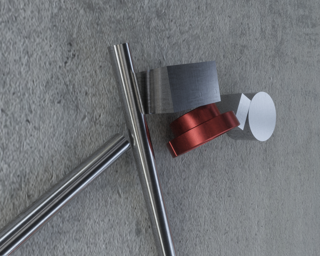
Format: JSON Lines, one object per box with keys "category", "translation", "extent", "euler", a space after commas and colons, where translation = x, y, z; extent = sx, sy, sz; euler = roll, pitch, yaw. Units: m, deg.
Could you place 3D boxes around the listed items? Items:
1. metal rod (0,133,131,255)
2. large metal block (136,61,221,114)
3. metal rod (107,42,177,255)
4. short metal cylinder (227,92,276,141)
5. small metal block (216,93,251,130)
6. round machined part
{"category": "metal rod", "translation": [-0.139, 0.103, 0.289], "extent": [0.302, 0.025, 0.025], "euler": [-42, 116, -32]}
{"category": "large metal block", "translation": [0.015, -0.049, 0.383], "extent": [0.081, 0.080, 0.050], "euler": [-16, 100, -39]}
{"category": "metal rod", "translation": [-0.016, 0.049, 0.380], "extent": [0.025, 0.025, 0.298], "euler": [-24, 109, -38]}
{"category": "short metal cylinder", "translation": [0.150, -0.019, 0.517], "extent": [0.081, 0.050, 0.079], "euler": [0, 90, -40]}
{"category": "small metal block", "translation": [0.107, -0.024, 0.481], "extent": [0.025, 0.050, 0.050], "euler": [31, 71, -36]}
{"category": "round machined part", "translation": [0.051, 0.000, 0.408], "extent": [0.099, 0.098, 0.042], "euler": [-21, 81, -38]}
